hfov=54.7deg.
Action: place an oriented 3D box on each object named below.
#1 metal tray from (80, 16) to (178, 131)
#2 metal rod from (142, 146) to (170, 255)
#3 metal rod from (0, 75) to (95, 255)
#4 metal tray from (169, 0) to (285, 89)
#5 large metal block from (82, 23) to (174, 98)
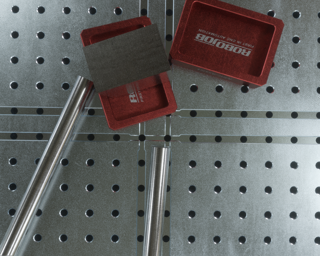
[{"bbox_3d":[-0.040,-0.070,0.402,0.091,0.030,0.129,-17,90,-11],"label":"metal tray"},{"bbox_3d":[-0.012,0.174,0.413,0.025,0.025,0.298,5,90,-1],"label":"metal rod"},{"bbox_3d":[-0.159,0.071,0.411,0.025,0.025,0.299,25,90,-1],"label":"metal rod"},{"bbox_3d":[0.086,-0.114,0.411,0.131,0.030,0.090,17,90,-1],"label":"metal tray"},{"bbox_3d":[-0.031,-0.072,0.356,0.080,0.080,0.050,-17,90,5],"label":"large metal block"}]
